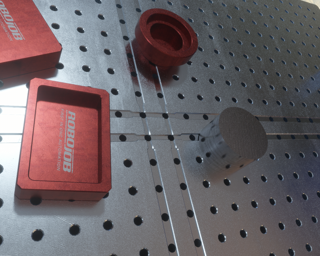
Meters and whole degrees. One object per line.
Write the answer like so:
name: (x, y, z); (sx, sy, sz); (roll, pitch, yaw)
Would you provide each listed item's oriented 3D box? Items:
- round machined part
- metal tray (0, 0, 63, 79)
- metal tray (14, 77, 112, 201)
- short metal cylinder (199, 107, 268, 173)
round machined part: (0.007, -0.135, 0.483); (0.099, 0.042, 0.098); (14, 56, -21)
metal tray: (-0.192, -0.126, 0.378); (0.091, 0.030, 0.130); (-25, 75, -37)
metal tray: (-0.103, 0.011, 0.342); (0.091, 0.030, 0.130); (8, 58, -24)
short metal cylinder: (0.103, 0.017, 0.437); (0.081, 0.050, 0.080); (14, 56, -21)
